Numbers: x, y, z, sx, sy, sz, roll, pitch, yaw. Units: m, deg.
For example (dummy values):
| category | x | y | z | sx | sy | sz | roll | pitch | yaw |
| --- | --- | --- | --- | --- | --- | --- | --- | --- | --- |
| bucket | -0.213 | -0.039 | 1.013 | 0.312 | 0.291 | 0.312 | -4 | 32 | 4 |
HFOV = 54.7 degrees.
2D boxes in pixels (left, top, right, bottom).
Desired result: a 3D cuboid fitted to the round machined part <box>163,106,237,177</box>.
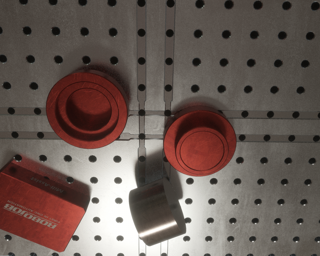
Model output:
| category | x | y | z | sx | sy | sz | roll | pitch | yaw |
| --- | --- | --- | --- | --- | --- | --- | --- | --- | --- |
| round machined part | 0.053 | 0.023 | 0.414 | 0.099 | 0.042 | 0.097 | 0 | 110 | -1 |

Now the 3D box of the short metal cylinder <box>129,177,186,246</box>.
| category | x | y | z | sx | sy | sz | roll | pitch | yaw |
| --- | --- | --- | --- | --- | --- | --- | --- | --- | --- |
| short metal cylinder | -0.003 | 0.114 | 0.426 | 0.050 | 0.080 | 0.080 | -23 | 109 | 8 |

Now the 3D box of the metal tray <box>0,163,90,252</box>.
| category | x | y | z | sx | sy | sz | roll | pitch | yaw |
| --- | --- | --- | --- | --- | --- | --- | --- | --- | --- |
| metal tray | -0.181 | 0.118 | 0.452 | 0.131 | 0.030 | 0.089 | 27 | 108 | -10 |

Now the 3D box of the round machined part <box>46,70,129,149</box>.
| category | x | y | z | sx | sy | sz | roll | pitch | yaw |
| --- | --- | --- | --- | --- | --- | --- | --- | --- | --- |
| round machined part | -0.088 | -0.026 | 0.394 | 0.099 | 0.042 | 0.097 | 0 | 110 | -1 |
